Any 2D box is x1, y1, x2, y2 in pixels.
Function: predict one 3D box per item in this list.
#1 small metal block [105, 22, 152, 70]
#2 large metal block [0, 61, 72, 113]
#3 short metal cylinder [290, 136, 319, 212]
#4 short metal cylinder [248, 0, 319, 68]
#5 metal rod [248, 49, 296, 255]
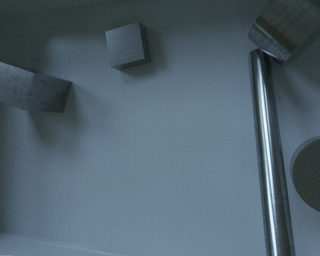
[{"bbox_3d":[-0.043,-0.111,0.425,0.050,0.025,0.050,-10,87,19],"label":"small metal block"},{"bbox_3d":[-0.190,-0.059,0.447,0.080,0.080,0.050,19,97,18],"label":"large metal block"},{"bbox_3d":[0.184,0.048,0.333,0.080,0.050,0.079,0,90,19],"label":"short metal cylinder"},{"bbox_3d":[0.142,-0.111,0.331,0.080,0.080,0.050,-46,76,14],"label":"short metal cylinder"},{"bbox_3d":[0.112,0.048,0.308,0.025,0.025,0.299,-6,64,19],"label":"metal rod"}]
